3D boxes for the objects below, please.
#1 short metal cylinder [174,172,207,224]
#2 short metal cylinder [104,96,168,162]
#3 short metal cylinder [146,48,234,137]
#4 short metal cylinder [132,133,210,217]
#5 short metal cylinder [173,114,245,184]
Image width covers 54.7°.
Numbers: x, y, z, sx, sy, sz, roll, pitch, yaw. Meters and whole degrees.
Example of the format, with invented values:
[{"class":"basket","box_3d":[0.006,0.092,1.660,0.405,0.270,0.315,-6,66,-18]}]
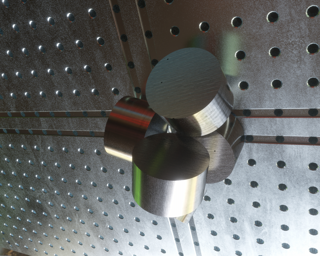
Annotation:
[{"class":"short metal cylinder","box_3d":[0.015,0.084,0.412,0.080,0.050,0.080,31,171,6]},{"class":"short metal cylinder","box_3d":[-0.027,0.004,0.392,0.050,0.080,0.079,17,125,18]},{"class":"short metal cylinder","box_3d":[0.032,-0.037,0.327,0.080,0.080,0.050,2,159,27]},{"class":"short metal cylinder","box_3d":[0.010,0.048,0.334,0.080,0.080,0.050,16,125,19]},{"class":"short metal cylinder","box_3d":[0.057,0.020,0.376,0.080,0.050,0.079,13,123,21]}]
